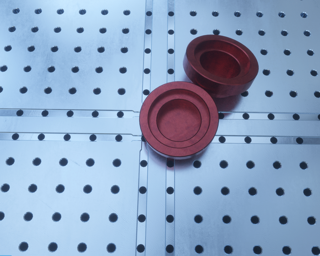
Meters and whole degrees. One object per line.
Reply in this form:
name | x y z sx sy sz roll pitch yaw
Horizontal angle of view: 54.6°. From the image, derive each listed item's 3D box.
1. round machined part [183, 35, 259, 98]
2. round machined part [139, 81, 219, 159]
round machined part | 0.079 -0.079 0.422 0.099 0.042 0.098 6 53 -8
round machined part | 0.025 -0.007 0.402 0.098 0.042 0.098 -1 76 3
